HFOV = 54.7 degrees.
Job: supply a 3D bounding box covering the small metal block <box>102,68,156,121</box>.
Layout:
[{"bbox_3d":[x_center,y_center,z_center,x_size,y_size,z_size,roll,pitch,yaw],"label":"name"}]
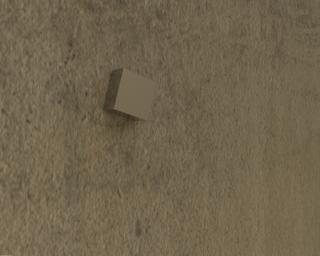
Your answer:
[{"bbox_3d":[-0.036,-0.039,0.376,0.050,0.025,0.050,19,78,-39],"label":"small metal block"}]
